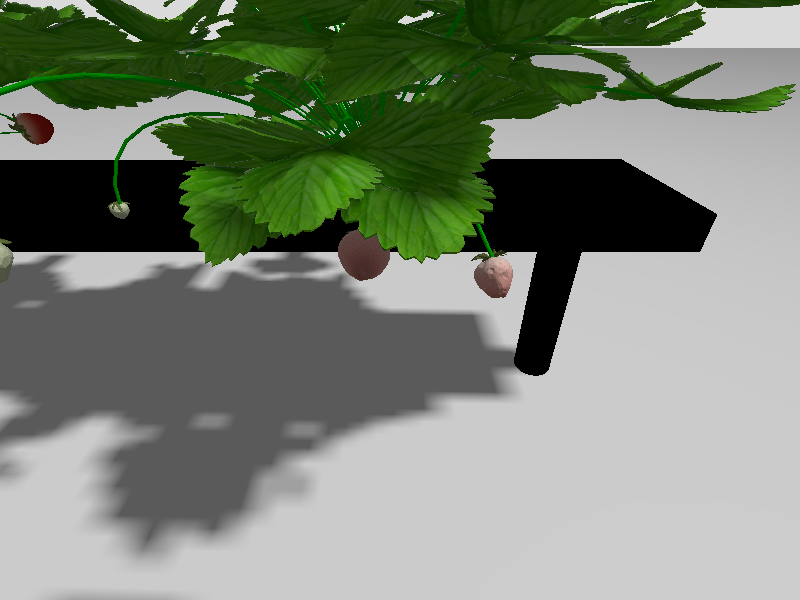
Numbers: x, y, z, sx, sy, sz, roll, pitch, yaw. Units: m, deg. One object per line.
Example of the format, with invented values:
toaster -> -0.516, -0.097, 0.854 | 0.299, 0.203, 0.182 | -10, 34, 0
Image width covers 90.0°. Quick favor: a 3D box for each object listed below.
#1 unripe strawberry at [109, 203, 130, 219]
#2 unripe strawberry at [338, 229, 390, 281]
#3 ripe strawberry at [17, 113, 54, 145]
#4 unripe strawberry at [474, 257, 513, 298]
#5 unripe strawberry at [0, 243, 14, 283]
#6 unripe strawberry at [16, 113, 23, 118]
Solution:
unripe strawberry -> -0.170, -0.054, 0.243 | 0.010, 0.010, 0.009 | -24, 40, -31
unripe strawberry -> -0.018, -0.021, 0.202 | 0.027, 0.028, 0.029 | 0, 37, -1
ripe strawberry -> -0.410, -0.194, 0.453 | 0.029, 0.033, 0.032 | 14, 36, 20
unripe strawberry -> 0.045, -0.010, 0.191 | 0.018, 0.020, 0.021 | -11, 1, -16
unripe strawberry -> -0.206, -0.018, 0.200 | 0.021, 0.022, 0.020 | -27, 42, -35
unripe strawberry -> -0.460, -0.218, 0.498 | 0.025, 0.026, 0.027 | 2, 16, 3
